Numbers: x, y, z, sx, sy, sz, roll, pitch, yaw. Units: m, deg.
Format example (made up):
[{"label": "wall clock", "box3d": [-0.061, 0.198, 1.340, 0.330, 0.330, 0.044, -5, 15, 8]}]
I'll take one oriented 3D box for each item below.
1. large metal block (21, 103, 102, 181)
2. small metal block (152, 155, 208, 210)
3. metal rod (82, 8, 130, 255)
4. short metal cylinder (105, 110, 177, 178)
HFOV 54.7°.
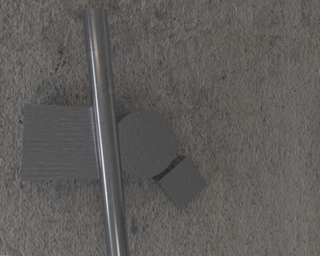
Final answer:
[{"label": "large metal block", "box3d": [-0.111, 0.016, 0.355, 0.081, 0.050, 0.080, 2, 89, -20]}, {"label": "small metal block", "box3d": [0.027, 0.072, 0.419, 0.050, 0.025, 0.050, -40, 103, -16]}, {"label": "metal rod", "box3d": [-0.056, 0.027, 0.336, 0.025, 0.025, 0.298, -7, 96, -20]}, {"label": "short metal cylinder", "box3d": [-0.026, 0.019, 0.386, 0.081, 0.050, 0.080, 0, 90, -20]}]
